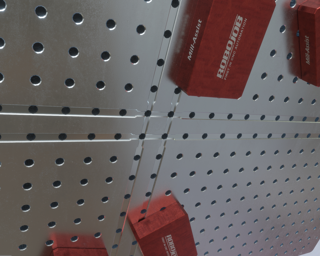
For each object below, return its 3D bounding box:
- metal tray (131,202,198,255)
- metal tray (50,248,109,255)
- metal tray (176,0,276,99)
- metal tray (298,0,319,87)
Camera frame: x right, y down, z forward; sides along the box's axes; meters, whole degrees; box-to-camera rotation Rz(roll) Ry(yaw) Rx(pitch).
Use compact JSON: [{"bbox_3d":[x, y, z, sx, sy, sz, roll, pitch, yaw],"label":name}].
[{"bbox_3d":[0.011,0.197,0.535,0.091,0.030,0.129,-24,127,-13],"label":"metal tray"},{"bbox_3d":[-0.143,0.246,0.481,0.091,0.030,0.129,18,109,-35],"label":"metal tray"},{"bbox_3d":[0.080,-0.103,0.387,0.091,0.030,0.129,1,118,-29],"label":"metal tray"},{"bbox_3d":[0.254,-0.137,0.460,0.090,0.030,0.130,-32,129,-8],"label":"metal tray"}]
